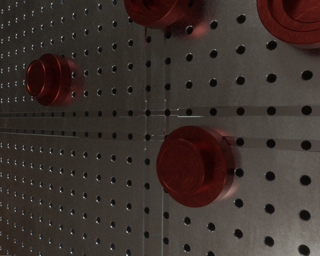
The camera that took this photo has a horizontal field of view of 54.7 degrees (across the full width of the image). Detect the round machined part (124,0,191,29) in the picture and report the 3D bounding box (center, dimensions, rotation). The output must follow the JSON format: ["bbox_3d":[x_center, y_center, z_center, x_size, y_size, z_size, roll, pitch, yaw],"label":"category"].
[{"bbox_3d":[0.003,-0.175,0.394,0.098,0.042,0.097,0,90,39],"label":"round machined part"}]

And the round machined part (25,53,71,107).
[{"bbox_3d":[-0.210,-0.089,0.568,0.098,0.042,0.097,0,90,39],"label":"round machined part"}]

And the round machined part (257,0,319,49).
[{"bbox_3d":[0.143,-0.121,0.280,0.098,0.042,0.097,0,90,39],"label":"round machined part"}]

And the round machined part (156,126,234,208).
[{"bbox_3d":[0.034,0.046,0.369,0.098,0.042,0.097,0,90,39],"label":"round machined part"}]
